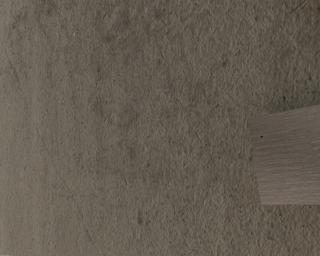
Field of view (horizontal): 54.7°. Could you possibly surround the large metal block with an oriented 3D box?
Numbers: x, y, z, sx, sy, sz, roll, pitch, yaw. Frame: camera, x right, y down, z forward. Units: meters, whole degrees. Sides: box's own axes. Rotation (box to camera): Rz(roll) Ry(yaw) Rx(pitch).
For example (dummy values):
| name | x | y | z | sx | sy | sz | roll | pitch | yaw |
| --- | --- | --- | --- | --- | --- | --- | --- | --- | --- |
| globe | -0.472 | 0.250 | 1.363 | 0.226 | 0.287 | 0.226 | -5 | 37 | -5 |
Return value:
| name | x | y | z | sx | sy | sz | roll | pitch | yaw |
| --- | --- | --- | --- | --- | --- | --- | --- | --- | --- |
| large metal block | 0.133 | 0.024 | 0.279 | 0.080 | 0.050 | 0.080 | -12 | 82 | 39 |
